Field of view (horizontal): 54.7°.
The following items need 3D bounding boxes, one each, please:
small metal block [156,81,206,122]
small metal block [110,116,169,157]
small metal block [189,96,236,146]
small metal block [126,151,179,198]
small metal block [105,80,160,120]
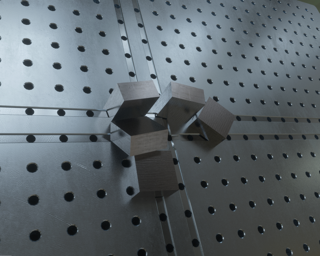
[{"bbox_3d":[0.027,-0.035,0.430,0.050,0.050,0.025,11,57,-23],"label":"small metal block"},{"bbox_3d":[-0.026,0.008,0.373,0.050,0.025,0.050,-10,26,-33],"label":"small metal block"},{"bbox_3d":[0.078,-0.010,0.459,0.050,0.025,0.050,36,51,-5],"label":"small metal block"},{"bbox_3d":[-0.009,0.055,0.371,0.050,0.025,0.050,3,60,-27],"label":"small metal block"},{"bbox_3d":[-0.036,-0.035,0.395,0.050,0.050,0.025,-11,68,-33],"label":"small metal block"}]
